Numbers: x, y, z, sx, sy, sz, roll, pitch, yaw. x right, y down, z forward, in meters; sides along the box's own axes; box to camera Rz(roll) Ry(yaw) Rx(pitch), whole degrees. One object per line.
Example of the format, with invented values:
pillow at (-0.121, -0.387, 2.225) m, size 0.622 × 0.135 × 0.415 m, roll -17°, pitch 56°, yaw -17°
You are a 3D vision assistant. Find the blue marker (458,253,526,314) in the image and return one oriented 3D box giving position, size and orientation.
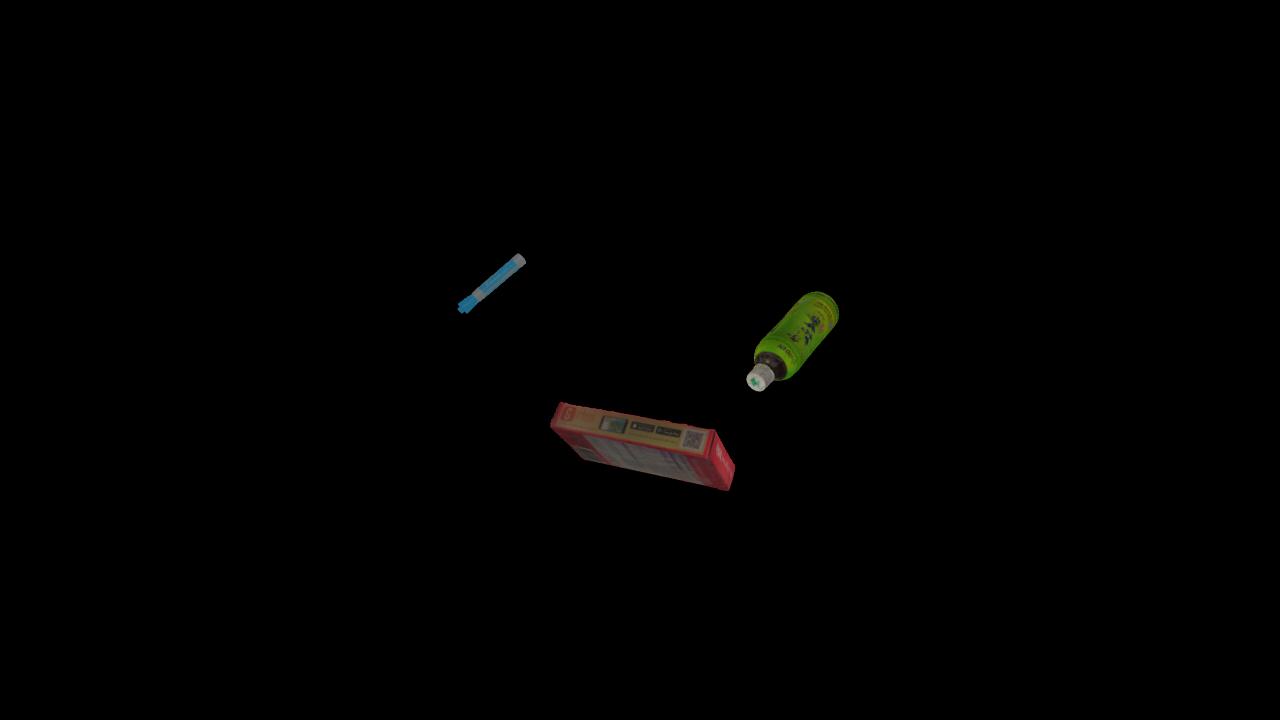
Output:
blue marker at (-0.214, -0.109, 0.887) m, size 0.121 × 0.020 × 0.020 m, roll -45°, pitch 17°, yaw -18°

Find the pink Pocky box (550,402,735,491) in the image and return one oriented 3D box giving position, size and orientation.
pink Pocky box at (0.003, 0.078, 0.558) m, size 0.155 × 0.029 × 0.084 m, roll 8°, pitch -26°, yaw 26°

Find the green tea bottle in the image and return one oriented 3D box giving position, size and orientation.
green tea bottle at (0.222, -0.024, 0.907) m, size 0.073 × 0.073 × 0.212 m, roll 0°, pitch 34°, yaw 43°
